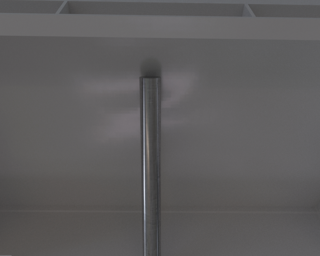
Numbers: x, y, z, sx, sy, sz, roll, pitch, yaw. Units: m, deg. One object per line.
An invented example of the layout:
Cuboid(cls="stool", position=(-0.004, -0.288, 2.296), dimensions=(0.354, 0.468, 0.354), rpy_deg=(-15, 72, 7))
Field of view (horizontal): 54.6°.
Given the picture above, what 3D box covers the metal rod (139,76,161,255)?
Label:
Cuboid(cls="metal rod", position=(-0.011, 0.084, 0.401), dimensions=(0.025, 0.025, 0.298), rpy_deg=(0, 106, 0))
